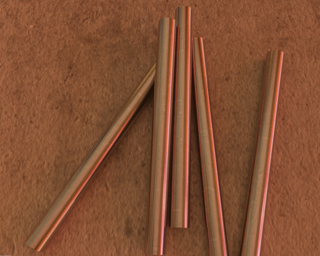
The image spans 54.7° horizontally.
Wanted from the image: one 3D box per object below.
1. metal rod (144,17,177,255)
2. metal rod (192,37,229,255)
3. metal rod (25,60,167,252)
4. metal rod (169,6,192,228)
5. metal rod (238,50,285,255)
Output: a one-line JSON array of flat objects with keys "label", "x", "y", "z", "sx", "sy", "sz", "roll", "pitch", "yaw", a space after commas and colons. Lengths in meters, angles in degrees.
[{"label": "metal rod", "x": 0.002, "y": -0.001, "z": 0.392, "sx": 0.025, "sy": 0.025, "sz": 0.299, "roll": 3, "pitch": 76, "yaw": 1}, {"label": "metal rod", "x": 0.060, "y": 0.014, "z": 0.403, "sx": 0.025, "sy": 0.025, "sz": 0.299, "roll": -3, "pitch": 70, "yaw": -1}, {"label": "metal rod", "x": -0.066, "y": 0.017, "z": 0.401, "sx": 0.025, "sy": 0.025, "sz": 0.300, "roll": 30, "pitch": 72, "yaw": 10}, {"label": "metal rod", "x": 0.029, "y": -0.026, "z": 0.407, "sx": 0.025, "sy": 0.025, "sz": 0.299, "roll": 2, "pitch": 74, "yaw": 0}, {"label": "metal rod", "x": 0.132, "y": 0.031, "z": 0.398, "sx": 0.025, "sy": 0.025, "sz": 0.299, "roll": 13, "pitch": 70, "yaw": 4}]
